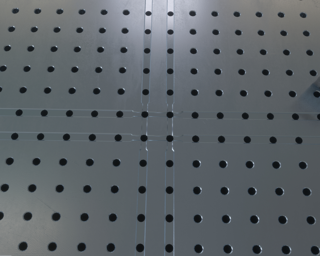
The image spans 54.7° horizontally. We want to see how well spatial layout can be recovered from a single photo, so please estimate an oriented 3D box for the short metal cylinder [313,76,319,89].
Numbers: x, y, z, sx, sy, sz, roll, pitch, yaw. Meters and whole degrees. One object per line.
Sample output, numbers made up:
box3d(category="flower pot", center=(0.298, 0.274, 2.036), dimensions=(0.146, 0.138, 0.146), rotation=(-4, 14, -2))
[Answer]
box3d(category="short metal cylinder", center=(0.254, -0.075, 0.412), dimensions=(0.050, 0.080, 0.080), rotation=(43, 75, 14))
